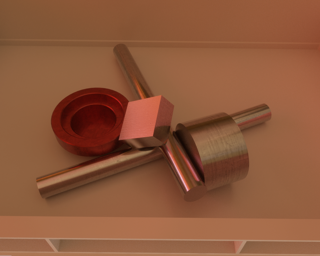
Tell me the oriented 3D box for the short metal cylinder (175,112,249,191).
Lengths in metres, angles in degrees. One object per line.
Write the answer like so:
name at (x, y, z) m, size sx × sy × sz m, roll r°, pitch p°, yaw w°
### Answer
short metal cylinder at (0.055, 0.027, 0.346) m, size 0.050 × 0.080 × 0.080 m, roll -15°, pitch 52°, yaw -13°

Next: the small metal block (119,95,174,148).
small metal block at (-0.015, -0.006, 0.355) m, size 0.050 × 0.025 × 0.050 m, roll -8°, pitch 60°, yaw 37°

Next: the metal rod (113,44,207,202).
metal rod at (-0.015, -0.032, 0.406) m, size 0.025 × 0.025 × 0.300 m, roll -15°, pitch 45°, yaw -13°

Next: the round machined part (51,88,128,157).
round machined part at (-0.083, -0.003, 0.394) m, size 0.099 × 0.042 × 0.098 m, roll 0°, pitch 50°, yaw 0°

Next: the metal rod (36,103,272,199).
metal rod at (0.005, 0.023, 0.384) m, size 0.302 × 0.025 × 0.025 m, roll -18°, pitch 53°, yaw -15°
